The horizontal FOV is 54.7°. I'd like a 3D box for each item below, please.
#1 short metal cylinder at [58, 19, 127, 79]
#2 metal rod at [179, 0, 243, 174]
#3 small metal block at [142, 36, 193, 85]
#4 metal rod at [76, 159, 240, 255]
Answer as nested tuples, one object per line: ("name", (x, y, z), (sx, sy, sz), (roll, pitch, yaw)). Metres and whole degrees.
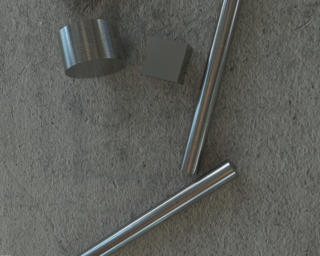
("short metal cylinder", (-0.089, -0.102, 0.410), (0.080, 0.080, 0.050), (-14, 86, 19))
("metal rod", (0.072, -0.089, 0.383), (0.025, 0.025, 0.298), (15, 95, 19))
("small metal block", (0.010, -0.088, 0.405), (0.050, 0.025, 0.050), (17, 96, 18))
("metal rod", (-0.028, 0.132, 0.417), (0.300, 0.025, 0.025), (-36, 79, 16))
